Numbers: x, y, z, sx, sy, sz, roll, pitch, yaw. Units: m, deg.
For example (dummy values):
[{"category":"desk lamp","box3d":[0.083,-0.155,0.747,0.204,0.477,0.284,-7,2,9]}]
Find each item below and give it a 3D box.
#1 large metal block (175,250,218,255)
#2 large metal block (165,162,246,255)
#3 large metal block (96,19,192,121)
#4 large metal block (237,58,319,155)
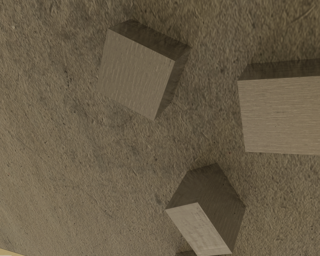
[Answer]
[{"category":"large metal block","box3d":[0.069,0.248,0.508,0.080,0.050,0.080,-29,103,37]},{"category":"large metal block","box3d":[0.062,0.105,0.403,0.050,0.080,0.080,-24,105,36]},{"category":"large metal block","box3d":[-0.020,-0.068,0.360,0.080,0.050,0.079,28,128,10]},{"category":"large metal block","box3d":[0.128,-0.021,0.310,0.080,0.050,0.080,1,119,28]}]
